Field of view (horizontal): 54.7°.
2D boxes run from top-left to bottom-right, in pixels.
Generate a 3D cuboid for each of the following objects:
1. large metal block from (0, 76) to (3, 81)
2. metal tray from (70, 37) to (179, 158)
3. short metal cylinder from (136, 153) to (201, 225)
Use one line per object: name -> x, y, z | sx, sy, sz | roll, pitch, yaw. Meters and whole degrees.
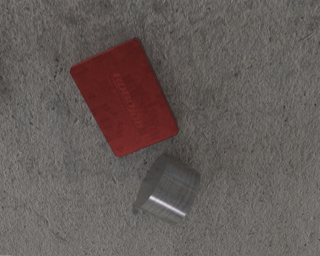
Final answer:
large metal block -> -0.258, -0.063, 0.371 | 0.080, 0.050, 0.080 | -35, 107, 12
metal tray -> -0.042, -0.036, 0.393 | 0.090, 0.030, 0.129 | -23, 109, 8
short metal cylinder -> 0.010, 0.080, 0.410 | 0.050, 0.080, 0.080 | 30, 107, -11
